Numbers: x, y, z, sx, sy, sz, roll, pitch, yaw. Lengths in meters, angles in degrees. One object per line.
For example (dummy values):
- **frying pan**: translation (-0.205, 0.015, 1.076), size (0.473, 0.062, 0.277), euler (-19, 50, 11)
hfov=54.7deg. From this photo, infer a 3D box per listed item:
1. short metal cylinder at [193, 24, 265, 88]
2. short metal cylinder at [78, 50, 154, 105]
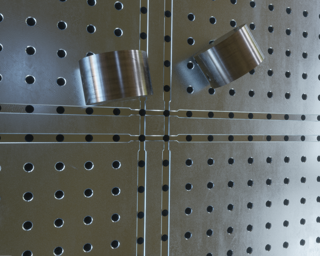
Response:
- **short metal cylinder**: translation (0.092, -0.097, 0.419), size (0.080, 0.080, 0.050), euler (-37, 102, -16)
- **short metal cylinder**: translation (-0.051, -0.058, 0.365), size (0.081, 0.080, 0.050), euler (-10, 94, -20)
